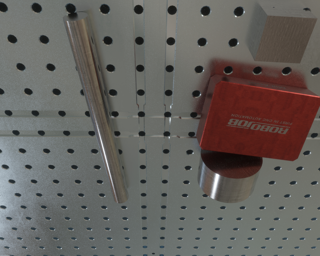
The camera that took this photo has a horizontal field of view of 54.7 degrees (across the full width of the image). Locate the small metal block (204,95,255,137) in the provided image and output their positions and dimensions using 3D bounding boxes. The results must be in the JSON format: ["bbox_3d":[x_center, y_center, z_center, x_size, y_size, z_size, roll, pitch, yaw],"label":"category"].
[{"bbox_3d":[0.087,-0.016,0.400,0.050,0.025,0.050,8,130,-8],"label":"small metal block"}]

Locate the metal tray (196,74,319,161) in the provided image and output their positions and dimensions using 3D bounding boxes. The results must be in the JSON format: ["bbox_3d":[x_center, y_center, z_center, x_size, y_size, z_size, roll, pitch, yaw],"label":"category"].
[{"bbox_3d":[0.119,-0.011,0.386,0.131,0.030,0.089,8,114,-7],"label":"metal tray"}]

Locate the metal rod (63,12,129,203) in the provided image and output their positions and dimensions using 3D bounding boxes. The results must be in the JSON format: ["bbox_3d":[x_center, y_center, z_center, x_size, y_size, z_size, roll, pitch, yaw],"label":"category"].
[{"bbox_3d":[-0.075,0.000,0.410,0.025,0.025,0.298,-4,130,2],"label":"metal rod"}]

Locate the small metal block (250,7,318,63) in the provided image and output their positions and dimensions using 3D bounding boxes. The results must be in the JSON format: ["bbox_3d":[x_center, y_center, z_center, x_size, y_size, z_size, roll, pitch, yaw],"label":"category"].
[{"bbox_3d":[0.129,-0.098,0.330,0.050,0.025,0.050,2,130,-3],"label":"small metal block"}]

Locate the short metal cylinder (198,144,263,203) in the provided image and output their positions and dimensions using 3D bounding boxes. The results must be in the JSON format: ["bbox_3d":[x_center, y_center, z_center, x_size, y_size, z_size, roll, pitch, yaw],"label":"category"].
[{"bbox_3d":[0.094,0.055,0.424,0.081,0.080,0.050,0,130,-1],"label":"short metal cylinder"}]
